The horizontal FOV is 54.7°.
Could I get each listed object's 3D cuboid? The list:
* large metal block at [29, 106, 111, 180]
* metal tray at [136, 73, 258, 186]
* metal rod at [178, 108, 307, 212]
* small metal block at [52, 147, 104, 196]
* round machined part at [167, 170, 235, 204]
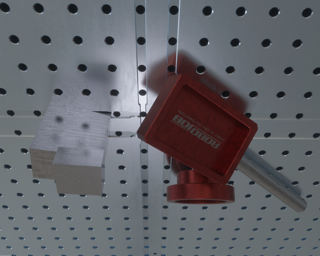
[{"bbox_3d":[-0.109,0.020,0.392,0.081,0.080,0.050,8,130,-7],"label":"large metal block"},{"bbox_3d":[0.049,0.003,0.380,0.131,0.030,0.090,31,87,-24],"label":"metal tray"},{"bbox_3d":[0.127,0.055,0.459,0.301,0.025,0.025,34,122,-26],"label":"metal rod"},{"bbox_3d":[-0.089,0.049,0.348,0.050,0.025,0.050,4,130,-4],"label":"small metal block"},{"bbox_3d":[0.059,0.088,0.457,0.099,0.042,0.098,1,162,0],"label":"round machined part"}]
